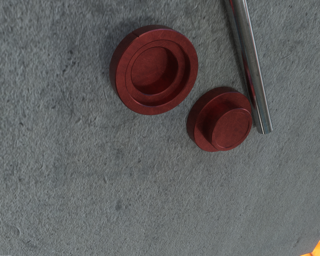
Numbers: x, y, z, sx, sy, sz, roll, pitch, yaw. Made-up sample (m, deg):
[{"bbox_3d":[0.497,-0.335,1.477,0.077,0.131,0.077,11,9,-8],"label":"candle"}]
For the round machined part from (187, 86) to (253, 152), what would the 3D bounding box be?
[{"bbox_3d":[0.091,-0.006,0.442,0.099,0.042,0.097,-14,124,-21],"label":"round machined part"}]

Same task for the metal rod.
[{"bbox_3d":[0.114,-0.102,0.406,0.025,0.025,0.299,-34,129,-6],"label":"metal rod"}]

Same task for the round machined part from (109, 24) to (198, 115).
[{"bbox_3d":[-0.010,-0.067,0.349,0.099,0.042,0.097,-14,124,-21],"label":"round machined part"}]
